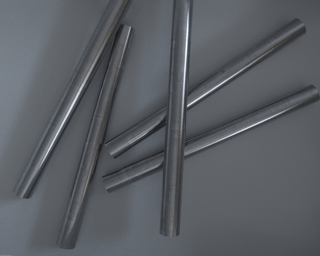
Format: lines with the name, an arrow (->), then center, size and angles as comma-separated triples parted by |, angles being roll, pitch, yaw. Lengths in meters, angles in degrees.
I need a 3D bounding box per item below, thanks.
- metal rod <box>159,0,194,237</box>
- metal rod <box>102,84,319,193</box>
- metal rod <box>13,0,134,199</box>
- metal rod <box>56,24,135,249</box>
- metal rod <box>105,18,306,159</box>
metal rod -> 0.021, -0.018, 0.385 | 0.025, 0.025, 0.298 | 3, 90, 0
metal rod -> 0.067, 0.014, 0.411 | 0.301, 0.025, 0.025 | -24, 90, 0
metal rod -> -0.111, -0.044, 0.398 | 0.025, 0.025, 0.299 | 29, 94, 0
metal rod -> -0.085, 0.011, 0.410 | 0.025, 0.025, 0.298 | 15, 90, 0
metal rod -> 0.060, -0.052, 0.411 | 0.301, 0.025, 0.025 | -33, 90, 0
